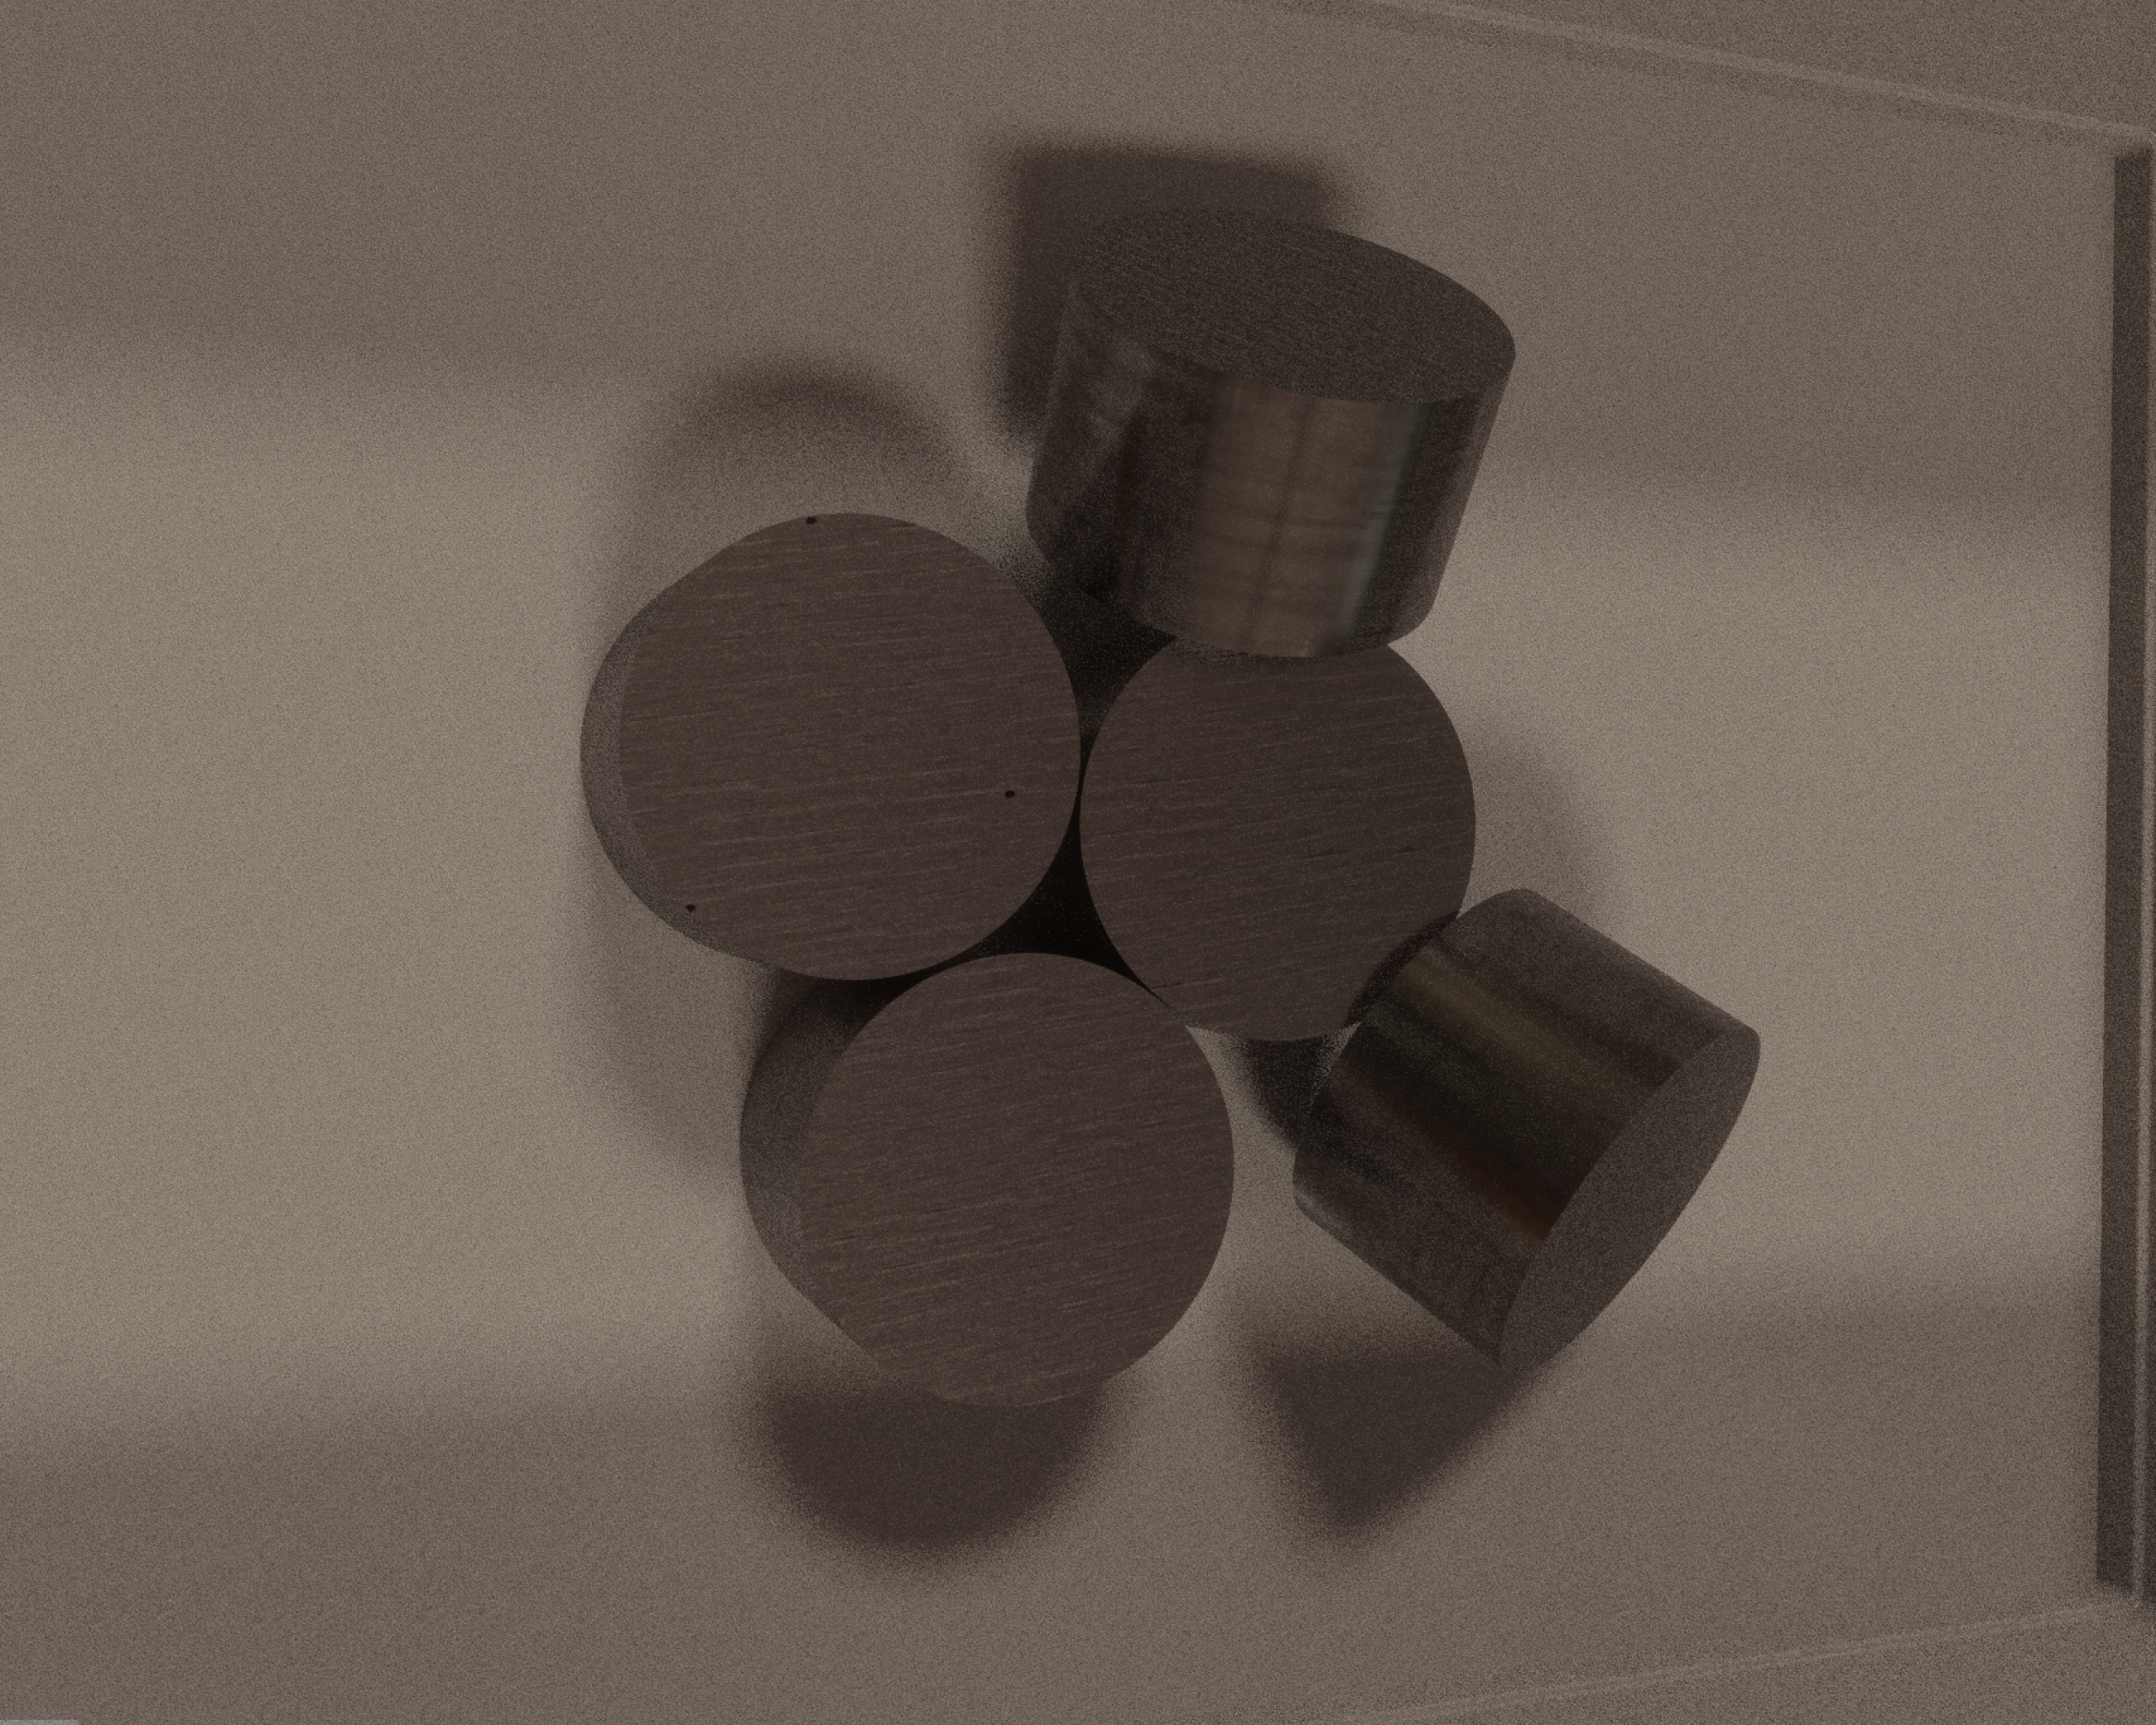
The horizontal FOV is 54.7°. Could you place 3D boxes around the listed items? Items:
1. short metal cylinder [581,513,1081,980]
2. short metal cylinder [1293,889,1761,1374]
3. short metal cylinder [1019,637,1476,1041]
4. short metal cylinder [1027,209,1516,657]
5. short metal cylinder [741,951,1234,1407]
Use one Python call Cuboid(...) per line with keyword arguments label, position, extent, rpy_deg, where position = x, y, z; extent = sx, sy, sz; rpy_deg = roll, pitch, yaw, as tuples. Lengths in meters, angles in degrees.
Cuboid(label="short metal cylinder", position=(-0.046, -0.020, 0.379), extent=(0.081, 0.050, 0.079), rpy_deg=(0, 90, -21))
Cuboid(label="short metal cylinder", position=(0.088, 0.052, 0.408), extent=(0.080, 0.050, 0.080), rpy_deg=(-35, 145, -29))
Cuboid(label="short metal cylinder", position=(0.029, -0.007, 0.407), extent=(0.081, 0.050, 0.079), rpy_deg=(0, 90, -21))
Cuboid(label="short metal cylinder", position=(0.034, -0.081, 0.386), extent=(0.081, 0.080, 0.050), rpy_deg=(-3, 130, -20))
Cuboid(label="short metal cylinder", position=(-0.018, 0.055, 0.390), extent=(0.081, 0.050, 0.079), rpy_deg=(0, 90, -21))
